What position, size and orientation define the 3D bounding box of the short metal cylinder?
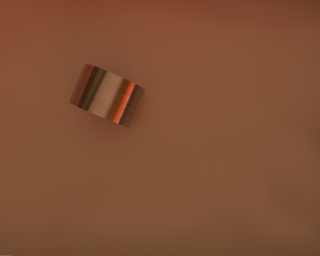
[{"bbox_3d":[-0.064,-0.039,0.383,0.080,0.080,0.050,23,90,0],"label":"short metal cylinder"}]
